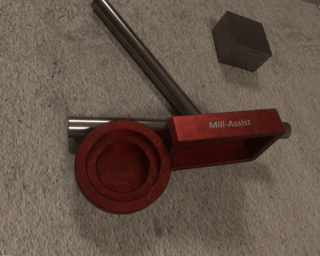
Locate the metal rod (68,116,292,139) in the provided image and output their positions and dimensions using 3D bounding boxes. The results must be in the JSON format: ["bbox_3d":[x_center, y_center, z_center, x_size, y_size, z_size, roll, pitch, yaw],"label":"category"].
[{"bbox_3d":[0.039,0.001,0.400,0.303,0.025,0.025,1,61,-19],"label":"metal rod"}]

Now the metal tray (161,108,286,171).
[{"bbox_3d":[0.067,0.016,0.369,0.131,0.090,0.030,-5,63,-13],"label":"metal tray"}]

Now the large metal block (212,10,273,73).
[{"bbox_3d":[0.148,-0.157,0.566,0.081,0.050,0.080,10,58,-24],"label":"large metal block"}]

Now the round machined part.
[{"bbox_3d":[-0.041,0.043,0.335,0.099,0.042,0.098,5,68,-12],"label":"round machined part"}]

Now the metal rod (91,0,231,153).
[{"bbox_3d":[-0.001,-0.077,0.451,0.025,0.025,0.300,-33,80,-38],"label":"metal rod"}]
